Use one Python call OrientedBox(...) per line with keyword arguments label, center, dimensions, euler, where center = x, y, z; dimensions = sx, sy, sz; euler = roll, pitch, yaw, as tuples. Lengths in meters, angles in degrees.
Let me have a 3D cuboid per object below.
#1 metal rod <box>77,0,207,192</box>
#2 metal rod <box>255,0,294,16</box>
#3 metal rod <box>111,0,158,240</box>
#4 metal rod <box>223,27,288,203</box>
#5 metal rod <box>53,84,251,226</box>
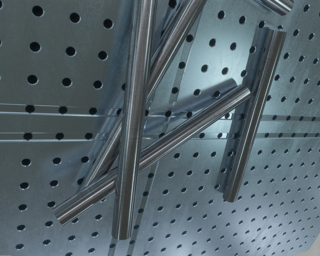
OrientedBox(label="metal rod", center=(-0.027, -0.033, 0.377), dimensions=(0.025, 0.025, 0.298), euler=(20, 108, -36))
OrientedBox(label="metal rod", center=(0.041, -0.186, 0.320), dimensions=(0.302, 0.025, 0.025), euler=(12, 112, -34))
OrientedBox(label="metal rod", center=(-0.030, -0.011, 0.348), dimensions=(0.025, 0.025, 0.298), euler=(-1, 106, -29))
OrientedBox(label="metal rod", center=(0.143, -0.003, 0.489), dimensions=(0.025, 0.025, 0.298), euler=(-7, 122, -25))
OrientedBox(label="metal rod", center=(0.001, 0.027, 0.408), dimensions=(0.302, 0.025, 0.025), euler=(-33, 129, -15))
